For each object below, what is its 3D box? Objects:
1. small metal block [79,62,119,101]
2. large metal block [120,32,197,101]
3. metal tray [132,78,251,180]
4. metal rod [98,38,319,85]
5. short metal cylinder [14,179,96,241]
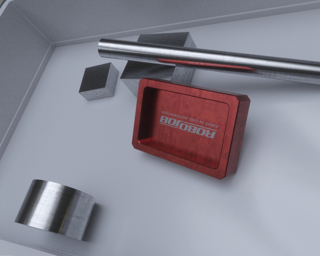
[{"bbox_3d":[-0.098,-0.075,0.501,0.050,0.025,0.050,-7,59,24],"label":"small metal block"},{"bbox_3d":[0.002,-0.087,0.441,0.080,0.050,0.080,7,65,31],"label":"large metal block"},{"bbox_3d":[0.030,-0.004,0.359,0.130,0.030,0.089,17,105,34],"label":"metal tray"},{"bbox_3d":[0.066,-0.081,0.371,0.301,0.025,0.025,10,66,16],"label":"metal rod"},{"bbox_3d":[-0.124,0.100,0.372,0.080,0.080,0.050,2,63,28],"label":"short metal cylinder"}]
